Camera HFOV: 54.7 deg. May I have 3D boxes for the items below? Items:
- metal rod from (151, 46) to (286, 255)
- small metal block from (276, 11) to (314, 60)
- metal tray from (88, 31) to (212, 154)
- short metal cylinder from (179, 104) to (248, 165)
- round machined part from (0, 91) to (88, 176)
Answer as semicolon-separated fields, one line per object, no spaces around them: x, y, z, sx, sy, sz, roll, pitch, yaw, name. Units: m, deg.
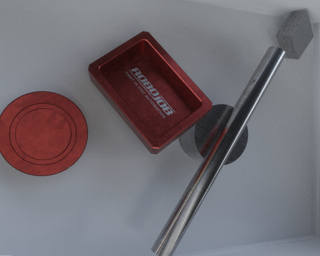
0.079;0.023;0.387;0.025;0.025;0.300;36;78;-17;metal rod
0.210;-0.143;0.479;0.050;0.025;0.050;-54;133;-12;small metal block
-0.012;-0.045;0.377;0.090;0.030;0.130;-37;79;-16;metal tray
0.072;0.009;0.425;0.081;0.050;0.079;0;90;-21;short metal cylinder
-0.132;0.007;0.353;0.099;0.042;0.097;0;90;-21;round machined part
